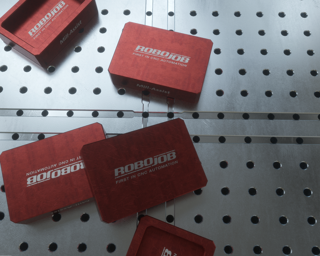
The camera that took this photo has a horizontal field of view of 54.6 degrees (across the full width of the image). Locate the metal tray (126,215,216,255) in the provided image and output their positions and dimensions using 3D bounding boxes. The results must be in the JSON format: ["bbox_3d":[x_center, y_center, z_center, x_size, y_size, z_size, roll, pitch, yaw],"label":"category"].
[{"bbox_3d":[-0.001,0.175,0.345,0.090,0.030,0.130,20,71,7],"label":"metal tray"}]

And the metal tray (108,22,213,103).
[{"bbox_3d":[0.002,-0.095,0.444,0.131,0.030,0.090,14,71,5],"label":"metal tray"}]

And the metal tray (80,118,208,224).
[{"bbox_3d":[-0.019,0.048,0.371,0.131,0.030,0.090,-16,78,-19],"label":"metal tray"}]

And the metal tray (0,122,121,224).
[{"bbox_3d":[-0.123,0.055,0.388,0.131,0.030,0.090,-18,71,-7],"label":"metal tray"}]

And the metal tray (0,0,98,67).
[{"bbox_3d":[-0.169,-0.166,0.468,0.090,0.030,0.130,33,73,11],"label":"metal tray"}]
